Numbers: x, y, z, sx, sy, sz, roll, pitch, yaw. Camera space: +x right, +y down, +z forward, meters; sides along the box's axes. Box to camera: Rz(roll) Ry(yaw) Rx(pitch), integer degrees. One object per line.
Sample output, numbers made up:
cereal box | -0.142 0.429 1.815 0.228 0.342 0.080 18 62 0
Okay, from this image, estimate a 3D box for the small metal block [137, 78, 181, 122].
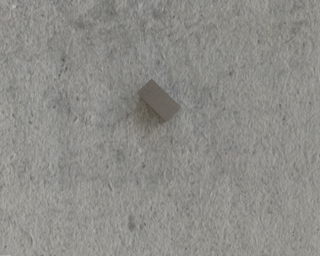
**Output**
small metal block | -0.001 -0.034 0.397 0.050 0.050 0.025 44 90 -1
